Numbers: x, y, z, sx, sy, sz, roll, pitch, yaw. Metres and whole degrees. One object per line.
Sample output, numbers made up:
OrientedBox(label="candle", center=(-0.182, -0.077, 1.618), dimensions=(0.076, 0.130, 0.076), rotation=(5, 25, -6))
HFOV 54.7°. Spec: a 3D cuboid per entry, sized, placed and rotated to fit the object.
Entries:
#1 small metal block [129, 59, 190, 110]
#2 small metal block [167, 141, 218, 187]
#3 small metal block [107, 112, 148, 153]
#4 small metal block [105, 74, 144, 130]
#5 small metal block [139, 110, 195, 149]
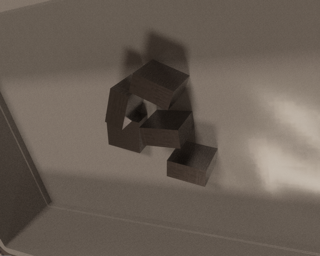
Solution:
OrientedBox(label="small metal block", center=(0.000, -0.052, 0.359), dimensions=(0.050, 0.050, 0.025), rotation=(26, 127, 11))
OrientedBox(label="small metal block", center=(0.042, 0.044, 0.397), dimensions=(0.050, 0.050, 0.025), rotation=(13, 124, 21))
OrientedBox(label="small metal block", center=(-0.045, 0.002, 0.432), dimensions=(0.050, 0.025, 0.050), rotation=(14, 125, 20))
OrientedBox(label="small metal block", center=(-0.042, -0.034, 0.392), dimensions=(0.025, 0.050, 0.050), rotation=(26, 127, 12))
OrientedBox(label="small metal block", center=(0.010, 0.000, 0.386), dimensions=(0.050, 0.050, 0.025), rotation=(4, 120, 26))
